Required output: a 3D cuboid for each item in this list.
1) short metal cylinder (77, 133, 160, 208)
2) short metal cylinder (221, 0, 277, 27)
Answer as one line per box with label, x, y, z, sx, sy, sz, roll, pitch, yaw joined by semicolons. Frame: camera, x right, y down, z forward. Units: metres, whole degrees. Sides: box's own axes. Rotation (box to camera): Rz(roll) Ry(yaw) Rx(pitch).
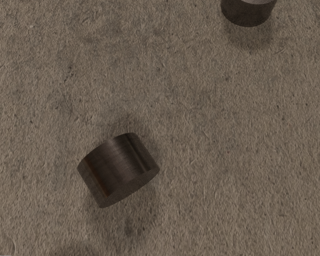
short metal cylinder;-0.047;0.049;0.360;0.080;0.080;0.050;-32;74;-11
short metal cylinder;0.137;-0.202;0.471;0.081;0.050;0.080;0;70;0
